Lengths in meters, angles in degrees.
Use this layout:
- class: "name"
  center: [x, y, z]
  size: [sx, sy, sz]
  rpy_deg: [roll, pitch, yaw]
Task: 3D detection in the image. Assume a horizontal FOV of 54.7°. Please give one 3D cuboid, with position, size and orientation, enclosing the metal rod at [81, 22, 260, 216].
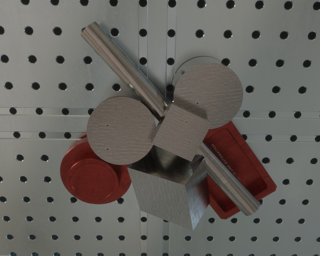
- class: "metal rod"
  center: [0.017, -0.007, 0.381]
  size: [0.025, 0.025, 0.300]
  rpy_deg: [-41, 96, 13]

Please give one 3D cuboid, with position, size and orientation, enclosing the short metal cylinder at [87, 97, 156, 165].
- class: "short metal cylinder"
  center: [-0.048, 0.002, 0.385]
  size: [0.081, 0.050, 0.079]
  rpy_deg: [-1, 94, -8]

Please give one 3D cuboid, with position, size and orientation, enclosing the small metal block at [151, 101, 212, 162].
- class: "small metal block"
  center: [0.023, 0.003, 0.354]
  size: [0.050, 0.025, 0.050]
  rpy_deg: [25, 100, -9]

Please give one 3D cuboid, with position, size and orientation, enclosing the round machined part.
- class: "round machined part"
  center: [-0.087, 0.064, 0.422]
  size: [0.099, 0.042, 0.097]
  rpy_deg: [0, 110, 0]

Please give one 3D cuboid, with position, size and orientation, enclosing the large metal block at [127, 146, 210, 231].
- class: "large metal block"
  center: [0.013, 0.073, 0.395]
  size: [0.080, 0.050, 0.080]
  rpy_deg: [12, 131, 31]

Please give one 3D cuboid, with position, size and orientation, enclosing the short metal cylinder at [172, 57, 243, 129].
- class: "short metal cylinder"
  center: [0.056, -0.044, 0.381]
  size: [0.081, 0.050, 0.079]
  rpy_deg: [0, 110, 0]

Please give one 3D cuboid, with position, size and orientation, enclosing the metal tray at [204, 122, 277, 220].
- class: "metal tray"
  center: [0.088, 0.055, 0.427]
  size: [0.090, 0.030, 0.130]
  rpy_deg: [-35, 107, 11]
